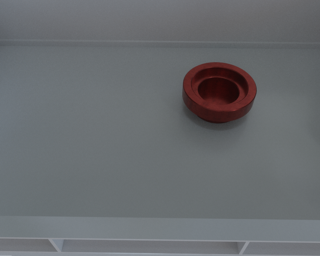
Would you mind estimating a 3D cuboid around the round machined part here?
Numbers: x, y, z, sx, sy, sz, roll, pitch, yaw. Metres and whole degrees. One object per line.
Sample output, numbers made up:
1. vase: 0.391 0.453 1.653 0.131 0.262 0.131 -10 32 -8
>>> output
1. round machined part: 0.080 -0.045 0.432 0.099 0.042 0.098 0 50 0
